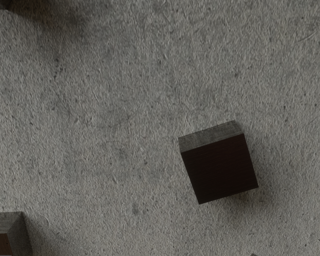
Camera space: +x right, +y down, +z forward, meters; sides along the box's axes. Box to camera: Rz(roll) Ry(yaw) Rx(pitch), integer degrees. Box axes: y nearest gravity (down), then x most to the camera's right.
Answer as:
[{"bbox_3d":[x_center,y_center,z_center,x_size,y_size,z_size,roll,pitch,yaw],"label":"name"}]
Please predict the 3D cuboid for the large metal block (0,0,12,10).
[{"bbox_3d":[-0.191,-0.184,0.327,0.080,0.050,0.080,35,106,-12],"label":"large metal block"}]

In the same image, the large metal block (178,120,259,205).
[{"bbox_3d":[0.076,0.045,0.414,0.080,0.050,0.080,-18,109,6],"label":"large metal block"}]

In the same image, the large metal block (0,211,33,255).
[{"bbox_3d":[-0.246,0.174,0.458,0.080,0.050,0.079,-4,110,1],"label":"large metal block"}]

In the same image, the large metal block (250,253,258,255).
[{"bbox_3d":[0.163,0.261,0.494,0.080,0.050,0.080,29,107,-10],"label":"large metal block"}]
